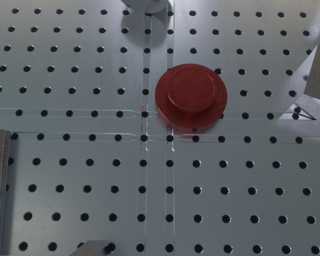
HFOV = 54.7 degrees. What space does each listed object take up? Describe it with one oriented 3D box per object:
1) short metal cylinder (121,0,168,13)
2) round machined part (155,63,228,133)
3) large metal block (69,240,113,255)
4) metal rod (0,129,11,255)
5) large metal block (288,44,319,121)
[{"bbox_3d":[-0.021,-0.219,0.462,0.080,0.080,0.050,12,71,4],"label":"short metal cylinder"},{"bbox_3d":[0.042,-0.046,0.419,0.099,0.042,0.098,0,70,0],"label":"round machined part"},{"bbox_3d":[-0.086,0.164,0.322,0.080,0.080,0.050,-37,74,-12],"label":"large metal block"},{"bbox_3d":[-0.198,0.146,0.356,0.025,0.025,0.299,-4,70,-2],"label":"metal rod"},{"bbox_3d":[0.233,-0.054,0.420,0.080,0.050,0.080,22,71,7],"label":"large metal block"}]
